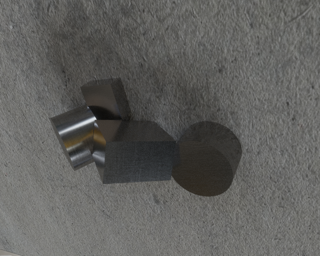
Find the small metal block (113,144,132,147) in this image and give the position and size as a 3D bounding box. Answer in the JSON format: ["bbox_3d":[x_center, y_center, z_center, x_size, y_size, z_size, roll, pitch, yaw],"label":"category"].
[{"bbox_3d":[-0.052,0.039,0.458,0.050,0.025,0.050,3,120,26],"label":"small metal block"}]

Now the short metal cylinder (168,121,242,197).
[{"bbox_3d":[0.056,0.038,0.385,0.080,0.050,0.079,13,124,20],"label":"short metal cylinder"}]

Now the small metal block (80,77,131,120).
[{"bbox_3d":[-0.073,-0.039,0.421,0.050,0.025,0.050,-1,118,28],"label":"small metal block"}]

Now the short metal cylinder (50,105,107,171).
[{"bbox_3d":[-0.113,0.013,0.435,0.080,0.050,0.080,50,155,35],"label":"short metal cylinder"}]

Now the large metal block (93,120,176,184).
[{"bbox_3d":[-0.035,0.026,0.382,0.081,0.080,0.050,1,108,-21],"label":"large metal block"}]
